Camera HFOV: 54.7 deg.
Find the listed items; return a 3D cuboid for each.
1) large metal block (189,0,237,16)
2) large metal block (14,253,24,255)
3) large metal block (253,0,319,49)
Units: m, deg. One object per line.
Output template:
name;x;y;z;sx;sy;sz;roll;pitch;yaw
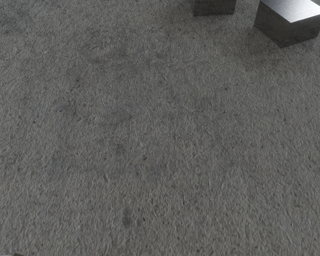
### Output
large metal block;0.101;-0.266;0.611;0.081;0.050;0.080;-4;50;-4
large metal block;-0.078;0.147;0.243;0.080;0.080;0.050;13;51;10
large metal block;0.230;-0.194;0.552;0.081;0.050;0.080;-20;53;-16
